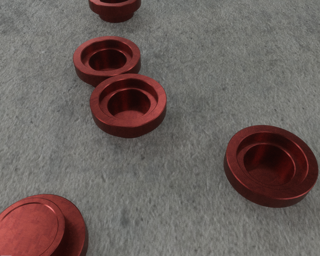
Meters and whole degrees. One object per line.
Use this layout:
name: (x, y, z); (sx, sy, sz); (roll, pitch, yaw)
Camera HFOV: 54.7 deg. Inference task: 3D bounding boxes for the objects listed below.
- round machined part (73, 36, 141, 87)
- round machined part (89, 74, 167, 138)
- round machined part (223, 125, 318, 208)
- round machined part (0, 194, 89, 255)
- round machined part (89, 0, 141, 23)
round machined part: (-0.078, -0.094, 0.470); (0.099, 0.042, 0.098); (0, 50, 0)
round machined part: (-0.041, -0.025, 0.413); (0.099, 0.042, 0.098); (0, 50, 0)
round machined part: (0.122, 0.047, 0.355); (0.099, 0.042, 0.098); (0, 50, 0)
round machined part: (-0.123, 0.108, 0.300); (0.099, 0.042, 0.098); (0, 50, 0)
round machined part: (-0.085, -0.237, 0.590); (0.099, 0.042, 0.098); (0, 50, 0)
